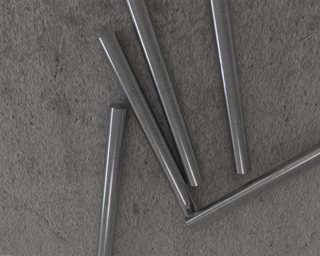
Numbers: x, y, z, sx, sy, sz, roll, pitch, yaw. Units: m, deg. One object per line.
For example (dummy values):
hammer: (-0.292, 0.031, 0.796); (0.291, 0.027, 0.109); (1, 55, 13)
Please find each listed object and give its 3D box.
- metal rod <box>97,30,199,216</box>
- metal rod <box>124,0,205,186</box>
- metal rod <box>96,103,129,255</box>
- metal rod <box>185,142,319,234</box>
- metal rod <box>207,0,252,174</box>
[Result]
metal rod: (-0.004, 0.017, 0.415); (0.025, 0.025, 0.299); (-22, 109, 8)
metal rod: (0.004, -0.058, 0.388); (0.025, 0.025, 0.298); (-18, 109, 6)
metal rod: (-0.073, 0.111, 0.449); (0.025, 0.025, 0.298); (8, 110, -3)
metal rod: (0.170, 0.060, 0.419); (0.301, 0.025, 0.025); (-30, 108, 5)
metal rod: (0.083, -0.079, 0.381); (0.025, 0.025, 0.298); (-12, 110, 4)
